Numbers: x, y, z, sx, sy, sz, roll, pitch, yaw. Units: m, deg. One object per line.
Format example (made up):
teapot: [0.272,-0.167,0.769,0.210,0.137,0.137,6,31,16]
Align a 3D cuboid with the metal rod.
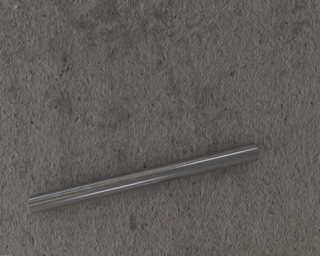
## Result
metal rod: [-0.020,0.066,0.409,0.302,0.025,0.025,-13,90,0]
